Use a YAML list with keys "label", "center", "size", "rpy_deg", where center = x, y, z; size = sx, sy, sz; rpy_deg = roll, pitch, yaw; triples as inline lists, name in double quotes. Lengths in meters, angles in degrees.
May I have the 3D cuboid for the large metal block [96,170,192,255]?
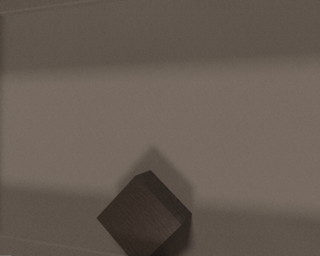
- label: "large metal block"
  center: [-0.020, 0.114, 0.403]
  size: [0.080, 0.050, 0.080]
  rpy_deg: [45, 104, 14]
